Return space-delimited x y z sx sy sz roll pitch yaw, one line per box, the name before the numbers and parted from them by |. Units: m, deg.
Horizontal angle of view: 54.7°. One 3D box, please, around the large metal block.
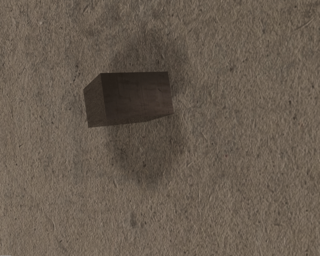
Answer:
large metal block | -0.041 -0.033 0.376 0.080 0.081 0.050 -13 84 63
